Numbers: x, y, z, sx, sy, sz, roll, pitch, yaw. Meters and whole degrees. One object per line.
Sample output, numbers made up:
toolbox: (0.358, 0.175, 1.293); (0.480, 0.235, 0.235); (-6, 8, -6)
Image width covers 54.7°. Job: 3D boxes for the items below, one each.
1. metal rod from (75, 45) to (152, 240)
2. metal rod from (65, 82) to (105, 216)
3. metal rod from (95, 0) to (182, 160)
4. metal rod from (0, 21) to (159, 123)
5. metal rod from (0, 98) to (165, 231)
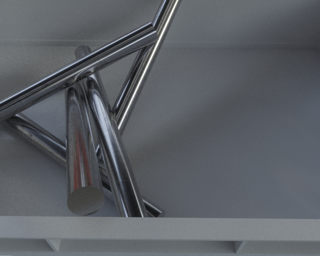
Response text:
metal rod: (-0.066, -0.012, 0.362); (0.025, 0.025, 0.300); (-14, 47, -12)
metal rod: (-0.091, -0.013, 0.341); (0.025, 0.025, 0.300); (-13, 28, -11)
metal rod: (-0.016, -0.097, 0.408); (0.025, 0.025, 0.299); (19, 77, 15)
metal rod: (-0.140, -0.052, 0.388); (0.301, 0.025, 0.025); (-28, 54, 0)
metal rod: (-0.123, 0.029, 0.379); (0.300, 0.025, 0.025); (29, 56, 22)
